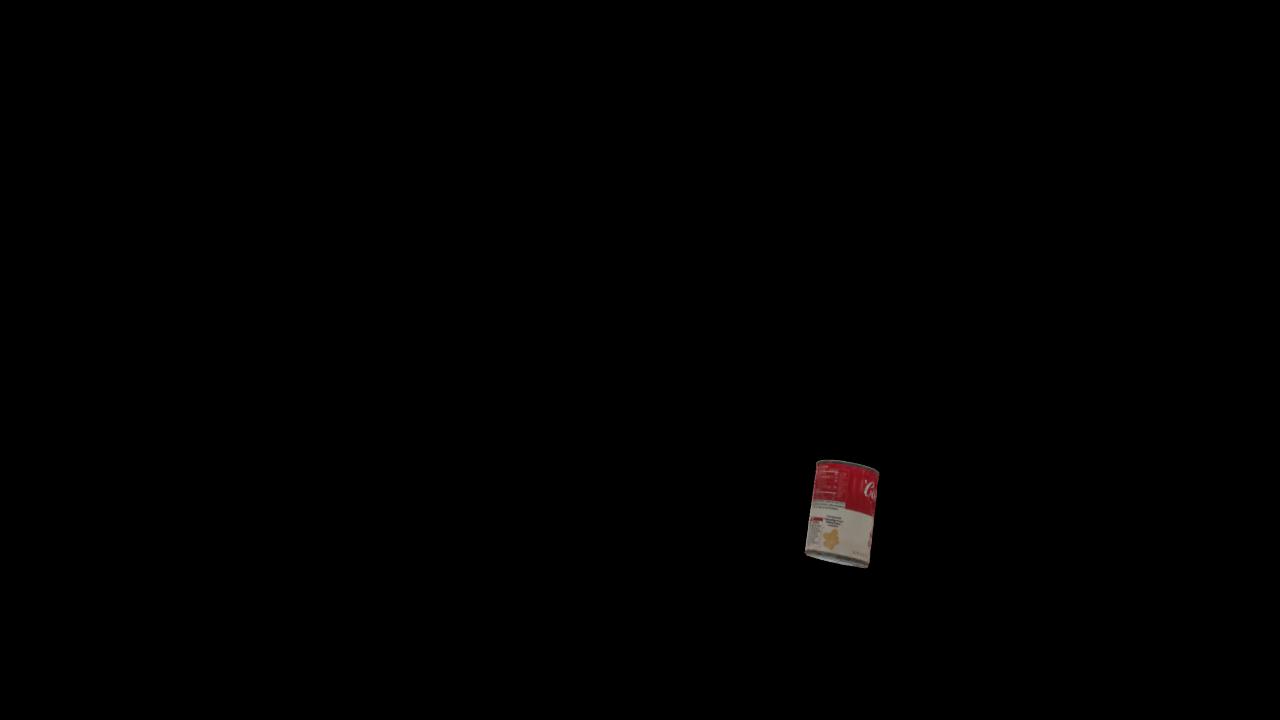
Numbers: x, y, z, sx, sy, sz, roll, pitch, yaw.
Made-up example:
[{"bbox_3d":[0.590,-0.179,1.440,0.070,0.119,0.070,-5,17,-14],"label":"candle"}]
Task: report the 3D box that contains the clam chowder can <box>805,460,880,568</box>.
[{"bbox_3d":[0.219,0.167,0.668,0.068,0.102,0.068,13,-18,4],"label":"clam chowder can"}]
